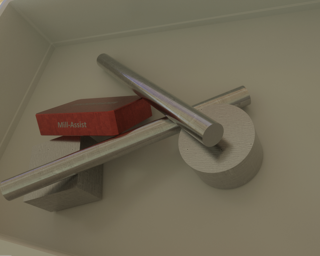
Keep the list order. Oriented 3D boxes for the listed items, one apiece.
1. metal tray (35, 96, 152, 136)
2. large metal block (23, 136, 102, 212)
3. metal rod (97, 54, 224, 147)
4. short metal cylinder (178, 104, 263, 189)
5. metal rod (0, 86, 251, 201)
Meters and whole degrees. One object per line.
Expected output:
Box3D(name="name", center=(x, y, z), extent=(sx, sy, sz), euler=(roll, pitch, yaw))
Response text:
Box3D(name="metal tray", center=(-0.088, -0.018, 0.421), extent=(0.130, 0.030, 0.091), euler=(0, 18, 29))
Box3D(name="large metal block", center=(-0.125, 0.058, 0.412), extent=(0.080, 0.050, 0.080), euler=(-18, 55, 17))
Box3D(name="metal rod", center=(-0.022, -0.054, 0.410), extent=(0.025, 0.025, 0.300), euler=(-46, 39, -4))
Box3D(name="short metal cylinder", center=(0.067, 0.020, 0.338), extent=(0.080, 0.050, 0.080), euler=(-13, 56, 20))
Box3D(name="metal rod", center=(-0.037, 0.016, 0.364), extent=(0.302, 0.025, 0.025), euler=(-22, 53, -3))
